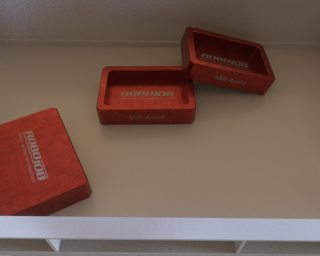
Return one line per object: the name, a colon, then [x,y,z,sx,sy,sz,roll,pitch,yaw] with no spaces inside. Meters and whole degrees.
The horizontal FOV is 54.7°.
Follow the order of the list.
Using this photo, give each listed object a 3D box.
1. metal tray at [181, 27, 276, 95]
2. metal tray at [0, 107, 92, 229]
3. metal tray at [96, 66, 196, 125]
metal tray: [0.099,-0.102,0.466,0.131,0.030,0.090,9,49,-13]
metal tray: [-0.146,0.040,0.366,0.091,0.030,0.130,-22,54,-18]
metal tray: [-0.018,-0.049,0.442,0.131,0.030,0.090,0,50,-1]
